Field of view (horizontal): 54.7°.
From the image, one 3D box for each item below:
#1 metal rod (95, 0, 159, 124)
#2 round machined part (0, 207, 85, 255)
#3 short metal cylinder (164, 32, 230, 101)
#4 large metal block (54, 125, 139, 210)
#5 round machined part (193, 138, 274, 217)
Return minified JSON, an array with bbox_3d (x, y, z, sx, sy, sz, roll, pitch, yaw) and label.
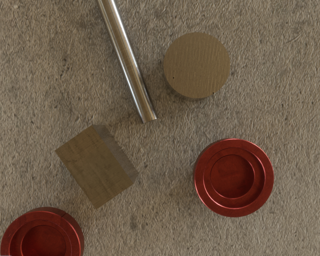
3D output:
[{"bbox_3d":[-0.065,-0.149,0.409,0.025,0.025,0.299,-20,90,0],"label":"metal rod"},{"bbox_3d":[-0.147,0.150,0.400,0.099,0.042,0.097,0,90,0],"label":"round machined part"},{"bbox_3d":[0.044,-0.076,0.398,0.081,0.050,0.079,0,90,0],"label":"short metal cylinder"},{"bbox_3d":[-0.073,0.043,0.382,0.050,0.080,0.080,-35,90,0],"label":"large metal block"},{"bbox_3d":[0.092,0.061,0.402,0.099,0.042,0.097,0,90,0],"label":"round machined part"}]
